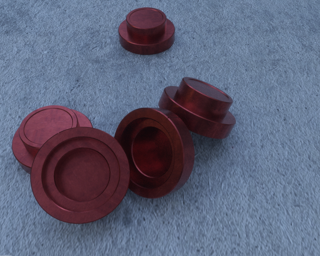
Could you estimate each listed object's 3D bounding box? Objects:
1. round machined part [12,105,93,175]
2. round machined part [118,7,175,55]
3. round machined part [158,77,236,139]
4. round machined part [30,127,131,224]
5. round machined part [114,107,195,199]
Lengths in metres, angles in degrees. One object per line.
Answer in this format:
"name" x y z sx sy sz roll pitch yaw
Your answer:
"round machined part" -0.132 0.010 0.383 0.099 0.042 0.098 0 50 0
"round machined part" -0.023 -0.174 0.538 0.099 0.042 0.098 0 50 0
"round machined part" 0.051 -0.031 0.388 0.099 0.042 0.098 21 22 -9
"round machined part" -0.082 0.051 0.332 0.099 0.042 0.098 2 76 -9
"round machined part" -0.003 0.026 0.347 0.098 0.097 0.042 40 25 28
